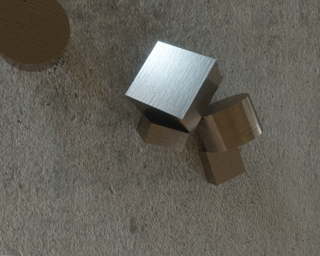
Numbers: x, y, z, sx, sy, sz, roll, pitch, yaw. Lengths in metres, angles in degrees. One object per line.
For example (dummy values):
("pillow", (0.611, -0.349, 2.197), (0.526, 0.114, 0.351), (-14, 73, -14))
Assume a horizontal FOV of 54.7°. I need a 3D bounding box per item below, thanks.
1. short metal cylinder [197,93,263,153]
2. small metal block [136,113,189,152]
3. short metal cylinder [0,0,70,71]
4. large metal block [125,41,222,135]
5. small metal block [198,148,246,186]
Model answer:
("short metal cylinder", (0.089, -0.008, 0.414), (0.081, 0.080, 0.050), (-28, 100, -18))
("small metal block", (0.002, 0.005, 0.395), (0.050, 0.050, 0.025), (16, 102, -20))
("short metal cylinder", (-0.143, -0.106, 0.343), (0.081, 0.050, 0.079), (0, 90, -21))
("large metal block", (0.019, -0.050, 0.382), (0.080, 0.050, 0.080), (25, 78, 25))
("small metal block", (0.089, 0.048, 0.443), (0.050, 0.025, 0.050), (-21, 97, -19))
